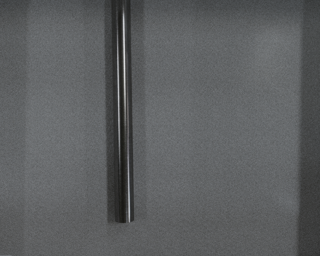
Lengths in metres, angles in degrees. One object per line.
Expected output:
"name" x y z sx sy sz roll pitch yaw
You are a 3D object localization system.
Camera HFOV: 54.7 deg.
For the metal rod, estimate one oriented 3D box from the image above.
"metal rod" -0.049 -0.027 0.410 0.025 0.025 0.298 -1 90 -1
